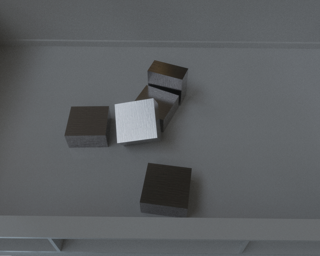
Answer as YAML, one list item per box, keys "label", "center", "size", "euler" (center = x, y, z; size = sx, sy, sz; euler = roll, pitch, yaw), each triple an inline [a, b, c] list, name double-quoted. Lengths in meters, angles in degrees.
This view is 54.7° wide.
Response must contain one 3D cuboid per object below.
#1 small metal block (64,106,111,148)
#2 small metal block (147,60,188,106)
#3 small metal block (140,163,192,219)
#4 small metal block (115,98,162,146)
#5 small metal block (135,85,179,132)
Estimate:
- label: "small metal block"
  center: [-0.093, -0.002, 0.406]
  size: [0.050, 0.025, 0.050]
  euler: [-1, 50, -1]
- label: "small metal block"
  center: [0.011, -0.064, 0.443]
  size: [0.050, 0.050, 0.025]
  euler: [17, 52, 13]
- label: "small metal block"
  center: [0.007, 0.070, 0.346]
  size: [0.050, 0.025, 0.050]
  euler: [7, 50, 5]
- label: "small metal block"
  center: [-0.027, -0.007, 0.390]
  size: [0.050, 0.025, 0.050]
  euler: [-8, 77, 11]
- label: "small metal block"
  center: [-0.007, -0.028, 0.428]
  size: [0.050, 0.025, 0.050]
  euler: [20, 53, 16]
